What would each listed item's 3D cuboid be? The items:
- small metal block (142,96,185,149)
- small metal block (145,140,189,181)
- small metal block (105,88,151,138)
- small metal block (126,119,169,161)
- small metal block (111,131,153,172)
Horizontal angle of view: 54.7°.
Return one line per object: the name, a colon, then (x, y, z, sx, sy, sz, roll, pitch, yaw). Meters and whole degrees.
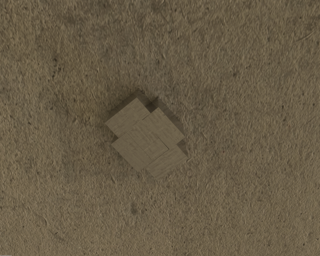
small metal block: (0.005, -0.008, 0.394, 0.025, 0.050, 0.050, -39, 106, 13)
small metal block: (0.008, 0.035, 0.410, 0.050, 0.050, 0.025, -37, 106, 12)
small metal block: (-0.038, -0.020, 0.389, 0.050, 0.050, 0.025, -37, 106, 12)
small metal block: (-0.015, 0.007, 0.399, 0.025, 0.050, 0.050, -38, 106, 12)
small metal block: (-0.034, 0.022, 0.405, 0.025, 0.050, 0.050, -38, 106, 12)
